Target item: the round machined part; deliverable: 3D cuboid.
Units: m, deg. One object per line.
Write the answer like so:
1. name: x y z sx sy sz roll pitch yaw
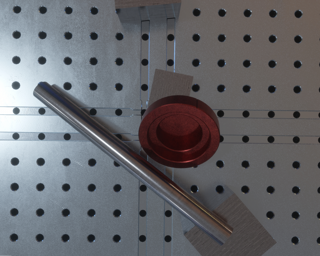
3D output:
1. round machined part: 0.025 0.001 0.390 0.099 0.042 0.097 3 125 5

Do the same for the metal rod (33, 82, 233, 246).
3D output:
1. metal rod: -0.041 0.037 0.385 0.300 0.025 0.025 37 90 10

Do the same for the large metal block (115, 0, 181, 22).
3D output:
1. large metal block: -0.018 -0.188 0.400 0.081 0.050 0.080 -6 90 0

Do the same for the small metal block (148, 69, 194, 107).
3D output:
1. small metal block: 0.014 -0.048 0.413 0.050 0.025 0.050 12 90 0

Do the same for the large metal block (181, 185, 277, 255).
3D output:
1. large metal block: 0.086 0.135 0.402 0.080 0.050 0.080 -40 90 0
